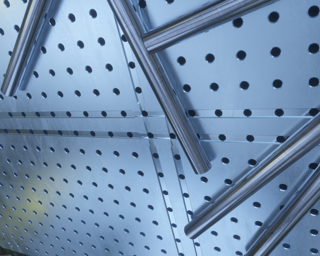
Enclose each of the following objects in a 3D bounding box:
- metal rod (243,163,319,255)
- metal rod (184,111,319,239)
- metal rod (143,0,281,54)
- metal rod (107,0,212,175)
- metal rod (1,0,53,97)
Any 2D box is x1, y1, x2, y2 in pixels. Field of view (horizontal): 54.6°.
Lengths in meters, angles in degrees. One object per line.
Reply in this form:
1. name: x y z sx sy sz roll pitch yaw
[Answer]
1. metal rod: 0.172 0.091 0.376 0.025 0.025 0.298 27 128 11
2. metal rod: 0.116 0.069 0.392 0.025 0.025 0.298 38 129 3
3. metal rod: 0.112 -0.127 0.266 0.300 0.025 0.025 -15 111 32
4. metal rod: -0.009 -0.072 0.371 0.025 0.025 0.299 -16 111 34
5. metal rod: -0.166 -0.145 0.409 0.025 0.025 0.299 42 129 -1
